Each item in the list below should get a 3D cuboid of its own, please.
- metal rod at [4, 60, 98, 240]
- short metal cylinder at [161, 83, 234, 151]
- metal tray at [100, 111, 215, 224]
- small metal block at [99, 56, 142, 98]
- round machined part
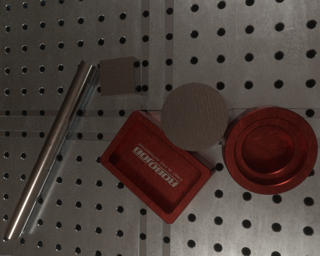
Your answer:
[{"bbox_3d":[-0.168,0.038,0.470,0.025,0.025,0.298,30,99,17],"label":"metal rod"},{"bbox_3d":[0.047,-0.013,0.382,0.080,0.050,0.079,0,90,19],"label":"short metal cylinder"},{"bbox_3d":[-0.005,0.049,0.410,0.130,0.030,0.090,39,102,15],"label":"metal tray"},{"bbox_3d":[-0.055,-0.070,0.431,0.050,0.025,0.050,-3,89,19],"label":"small metal block"},{"bbox_3d":[0.119,0.022,0.351,0.099,0.042,0.097,1,101,3],"label":"round machined part"}]
